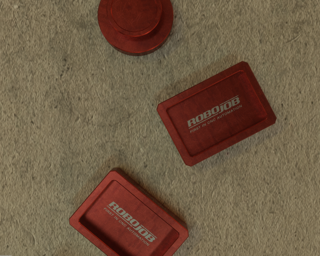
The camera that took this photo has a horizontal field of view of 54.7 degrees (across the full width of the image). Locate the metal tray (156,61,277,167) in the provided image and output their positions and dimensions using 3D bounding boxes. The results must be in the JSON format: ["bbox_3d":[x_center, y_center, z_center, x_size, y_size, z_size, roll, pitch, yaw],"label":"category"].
[{"bbox_3d":[0.072,-0.018,0.407,0.130,0.030,0.090,-27,90,0],"label":"metal tray"}]

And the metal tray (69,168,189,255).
[{"bbox_3d":[-0.039,0.126,0.407,0.130,0.030,0.090,40,90,0],"label":"metal tray"}]

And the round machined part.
[{"bbox_3d":[-0.032,-0.146,0.401,0.099,0.042,0.097,0,90,0],"label":"round machined part"}]
